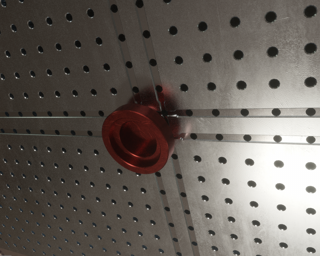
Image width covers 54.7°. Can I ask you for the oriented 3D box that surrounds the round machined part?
[{"bbox_3d":[-0.025,0.011,0.419,0.098,0.042,0.097,13,124,20],"label":"round machined part"}]
